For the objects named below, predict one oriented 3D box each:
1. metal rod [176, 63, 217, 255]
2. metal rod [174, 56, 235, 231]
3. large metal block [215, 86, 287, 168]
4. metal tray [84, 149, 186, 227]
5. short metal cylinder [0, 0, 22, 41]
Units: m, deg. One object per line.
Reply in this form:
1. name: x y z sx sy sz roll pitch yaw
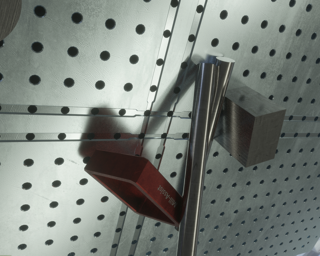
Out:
1. metal rod: 0.044 0.068 0.393 0.025 0.025 0.298 7 88 -32
2. metal rod: 0.061 0.041 0.469 0.025 0.025 0.298 -4 120 -26
3. large metal block: 0.123 -0.004 0.440 0.050 0.080 0.079 -13 124 -21
4. metal tray: -0.026 0.081 0.403 0.130 0.090 0.030 53 55 -40
5. short metal cylinder: -0.155 -0.109 0.243 0.081 0.050 0.079 -14 124 -21
